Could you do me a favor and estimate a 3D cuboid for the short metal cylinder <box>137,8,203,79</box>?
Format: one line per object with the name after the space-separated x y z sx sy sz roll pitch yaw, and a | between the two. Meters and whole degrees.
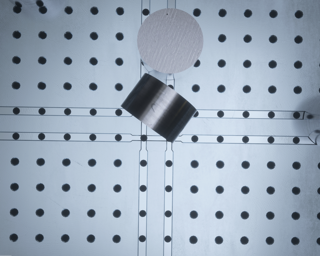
0.013 -0.106 0.401 0.081 0.050 0.079 0 90 0 | short metal cylinder

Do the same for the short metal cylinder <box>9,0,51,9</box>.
-0.179 -0.203 0.399 0.081 0.050 0.079 0 90 0 | short metal cylinder

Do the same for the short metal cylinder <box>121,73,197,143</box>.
-0.002 -0.024 0.386 0.080 0.080 0.050 36 90 0 | short metal cylinder

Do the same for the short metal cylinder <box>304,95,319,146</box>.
0.239 -0.010 0.403 0.081 0.050 0.079 0 90 0 | short metal cylinder
